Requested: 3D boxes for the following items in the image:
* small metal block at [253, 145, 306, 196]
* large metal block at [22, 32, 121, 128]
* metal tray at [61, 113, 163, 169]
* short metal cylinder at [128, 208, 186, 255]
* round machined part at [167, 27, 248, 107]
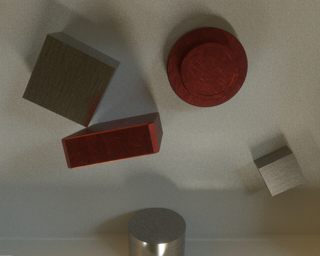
[{"bbox_3d":[0.168,0.060,0.436,0.050,0.025,0.050,-28,108,9],"label":"small metal block"},{"bbox_3d":[-0.104,-0.059,0.375,0.080,0.050,0.080,26,108,-10],"label":"large metal block"},{"bbox_3d":[-0.045,0.009,0.356,0.090,0.130,0.030,-10,97,3],"label":"metal tray"},{"bbox_3d":[-0.004,0.158,0.440,0.081,0.080,0.050,1,110,-1],"label":"short metal cylinder"},{"bbox_3d":[0.058,-0.072,0.377,0.099,0.042,0.097,0,110,-1],"label":"round machined part"}]
